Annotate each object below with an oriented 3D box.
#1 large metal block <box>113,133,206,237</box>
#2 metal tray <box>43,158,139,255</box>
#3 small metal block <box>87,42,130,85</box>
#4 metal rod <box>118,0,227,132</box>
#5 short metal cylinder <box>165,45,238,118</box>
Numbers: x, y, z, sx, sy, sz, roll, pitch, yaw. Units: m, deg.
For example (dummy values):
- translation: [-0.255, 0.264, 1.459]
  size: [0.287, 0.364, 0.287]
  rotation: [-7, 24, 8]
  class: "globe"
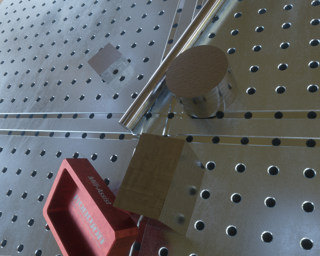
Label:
- translation: [0.004, 0.061, 0.330]
  size: [0.050, 0.080, 0.080]
  rotation: [9, 66, 28]
  class: "large metal block"
- translation: [-0.086, 0.106, 0.358]
  size: [0.130, 0.030, 0.089]
  rotation: [42, 114, 38]
  class: "metal tray"
- translation: [-0.086, -0.109, 0.518]
  size: [0.050, 0.025, 0.050]
  rotation: [-42, 51, -1]
  class: "small metal block"
- translation: [0.035, -0.122, 0.462]
  size: [0.025, 0.025, 0.300]
  rotation: [26, 75, 36]
  class: "metal rod"
- translation: [0.054, -0.059, 0.399]
  size: [0.080, 0.050, 0.080]
  rotation: [-13, 56, 21]
  class: "short metal cylinder"
